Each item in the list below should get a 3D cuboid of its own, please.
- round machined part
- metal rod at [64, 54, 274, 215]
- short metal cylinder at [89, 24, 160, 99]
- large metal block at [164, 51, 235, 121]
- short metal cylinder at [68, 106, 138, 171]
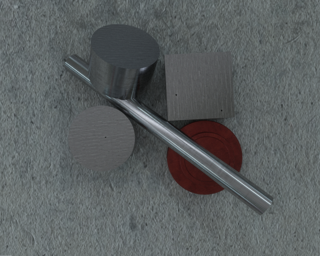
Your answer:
[{"bbox_3d":[0.058,0.038,0.402,0.099,0.042,0.097,0,90,0],"label":"round machined part"},{"bbox_3d":[0.001,0.000,0.377,0.300,0.025,0.025,36,90,13],"label":"metal rod"},{"bbox_3d":[-0.045,-0.082,0.379,0.081,0.050,0.080,9,51,-11],"label":"short metal cylinder"},{"bbox_3d":[0.048,-0.051,0.397,0.081,0.050,0.080,-3,90,0],"label":"large metal block"},{"bbox_3d":[-0.071,0.012,0.399,0.081,0.050,0.080,0,90,0],"label":"short metal cylinder"}]
